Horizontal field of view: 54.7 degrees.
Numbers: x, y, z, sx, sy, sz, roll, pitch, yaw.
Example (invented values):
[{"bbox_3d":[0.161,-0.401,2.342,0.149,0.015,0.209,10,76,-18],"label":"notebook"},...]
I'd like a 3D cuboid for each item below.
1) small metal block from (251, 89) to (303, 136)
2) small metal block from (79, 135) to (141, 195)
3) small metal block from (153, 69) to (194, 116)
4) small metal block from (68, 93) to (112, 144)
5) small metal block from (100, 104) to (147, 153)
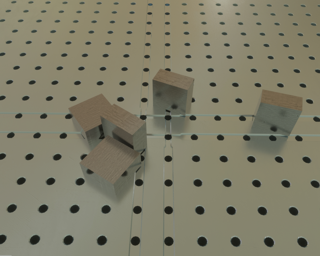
[{"bbox_3d":[0.154,-0.020,0.410,0.050,0.050,0.025,13,52,11],"label":"small metal block"},{"bbox_3d":[-0.058,0.043,0.371,0.050,0.025,0.050,27,55,21],"label":"small metal block"},{"bbox_3d":[0.018,-0.050,0.434,0.050,0.050,0.025,19,53,15],"label":"small metal block"},{"bbox_3d":[-0.087,-0.014,0.418,0.050,0.025,0.050,-28,56,-22],"label":"small metal block"},{"bbox_3d":[-0.044,0.005,0.387,0.050,0.050,0.025,30,56,22],"label":"small metal block"}]
